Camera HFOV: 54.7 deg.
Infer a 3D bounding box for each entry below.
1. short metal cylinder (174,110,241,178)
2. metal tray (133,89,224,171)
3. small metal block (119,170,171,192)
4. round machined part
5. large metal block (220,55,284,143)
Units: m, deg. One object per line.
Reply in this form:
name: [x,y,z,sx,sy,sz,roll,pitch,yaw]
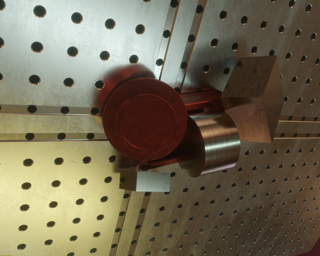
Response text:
short metal cylinder: [0.057,0.019,0.398,0.050,0.080,0.079,-9,123,-25]
metal tray: [0.030,0.001,0.422,0.131,0.030,0.089,-11,123,-23]
small metal block: [-0.021,0.072,0.421,0.050,0.050,0.025,8,80,-31]
round machined part: [-0.016,-0.008,0.357,0.099,0.042,0.097,-1,103,-5]
large metal block: [0.126,-0.038,0.410,0.080,0.050,0.080,-60,139,-33]
